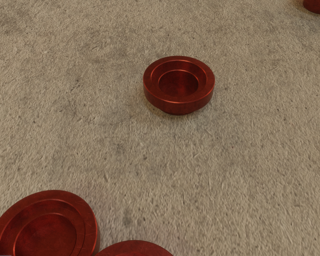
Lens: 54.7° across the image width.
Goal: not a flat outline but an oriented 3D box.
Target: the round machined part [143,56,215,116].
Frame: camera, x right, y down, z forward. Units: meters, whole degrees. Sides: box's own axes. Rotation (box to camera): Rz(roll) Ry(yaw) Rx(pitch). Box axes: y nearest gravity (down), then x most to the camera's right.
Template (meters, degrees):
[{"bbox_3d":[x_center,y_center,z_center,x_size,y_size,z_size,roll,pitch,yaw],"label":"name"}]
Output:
[{"bbox_3d":[0.026,-0.056,0.439,0.099,0.042,0.098,0,50,0],"label":"round machined part"}]

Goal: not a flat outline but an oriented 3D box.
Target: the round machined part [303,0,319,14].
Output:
[{"bbox_3d":[0.325,-0.261,0.613,0.099,0.042,0.098,0,50,0],"label":"round machined part"}]

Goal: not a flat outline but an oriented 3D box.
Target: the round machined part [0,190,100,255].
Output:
[{"bbox_3d":[-0.107,0.113,0.297,0.099,0.042,0.098,0,50,0],"label":"round machined part"}]

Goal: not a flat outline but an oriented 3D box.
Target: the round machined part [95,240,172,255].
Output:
[{"bbox_3d":[-0.023,0.151,0.263,0.099,0.042,0.098,2,51,-2],"label":"round machined part"}]
